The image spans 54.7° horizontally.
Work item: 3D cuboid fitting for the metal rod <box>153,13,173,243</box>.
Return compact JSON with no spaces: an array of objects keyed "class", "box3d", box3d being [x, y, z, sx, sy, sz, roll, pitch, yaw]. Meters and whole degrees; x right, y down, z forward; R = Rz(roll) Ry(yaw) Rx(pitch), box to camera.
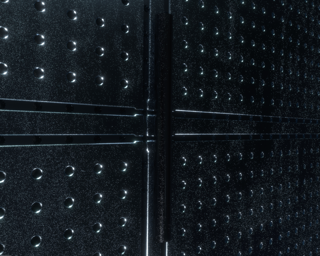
[{"class":"metal rod","box3d":[0.004,-0.001,0.414,0.025,0.025,0.298,1,90,-40]}]
